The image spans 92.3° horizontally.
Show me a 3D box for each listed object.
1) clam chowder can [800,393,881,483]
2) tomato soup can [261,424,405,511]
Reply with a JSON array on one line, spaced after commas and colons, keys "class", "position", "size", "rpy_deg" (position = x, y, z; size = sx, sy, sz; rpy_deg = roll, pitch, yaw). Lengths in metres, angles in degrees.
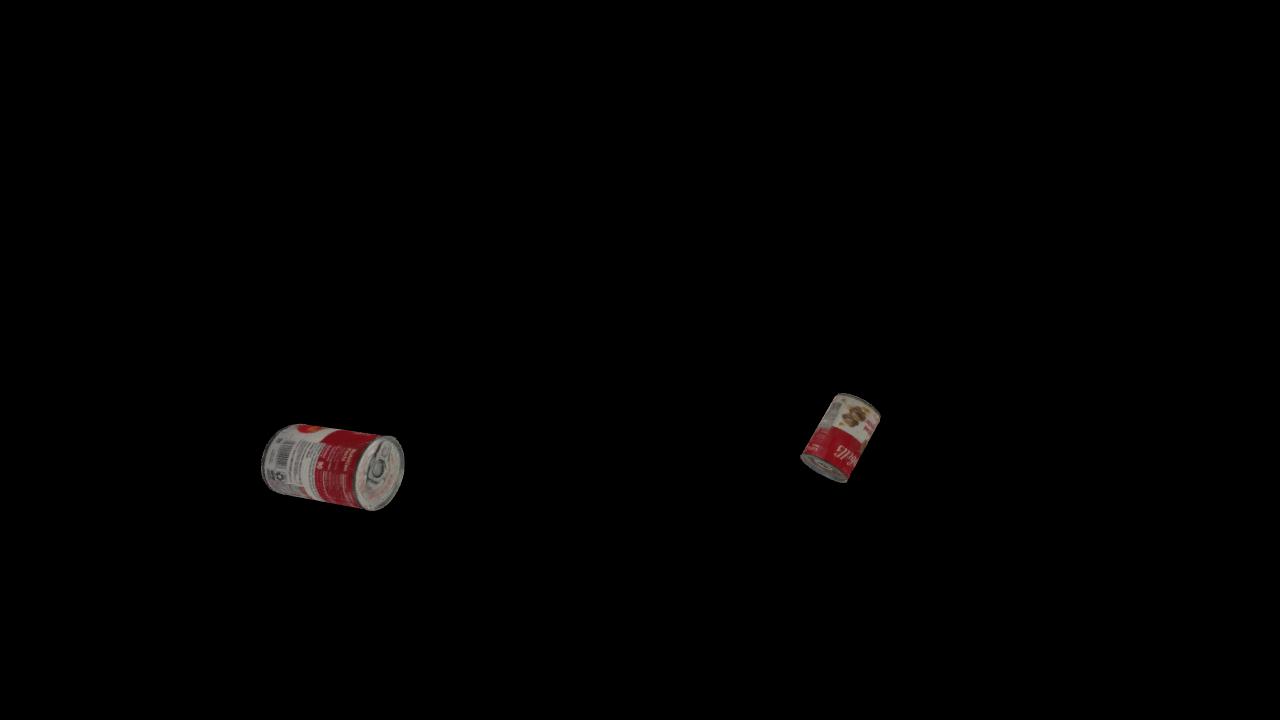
[{"class": "clam chowder can", "position": [0.269, 0.104, 0.825], "size": [0.068, 0.102, 0.068], "rpy_deg": [31, -14, 9]}, {"class": "tomato soup can", "position": [-0.279, 0.097, 0.561], "size": [0.101, 0.068, 0.068], "rpy_deg": [5, 1, 15]}]
